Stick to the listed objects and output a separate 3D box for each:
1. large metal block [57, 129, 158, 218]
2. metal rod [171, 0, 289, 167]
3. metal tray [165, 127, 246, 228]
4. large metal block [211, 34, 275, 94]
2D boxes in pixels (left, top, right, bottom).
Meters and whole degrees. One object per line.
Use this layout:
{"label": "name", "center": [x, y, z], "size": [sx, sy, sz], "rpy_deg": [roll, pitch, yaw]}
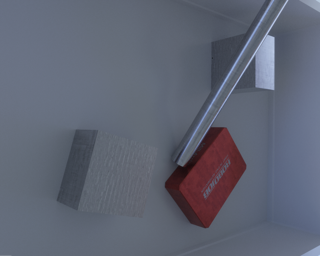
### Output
{"label": "large metal block", "center": [-0.056, 0.051, 0.345], "size": [0.080, 0.050, 0.080], "rpy_deg": [20, 77, -39]}
{"label": "metal rod", "center": [0.100, -0.079, 0.407], "size": [0.025, 0.025, 0.299], "rpy_deg": [22, 103, -39]}
{"label": "metal tray", "center": [0.074, 0.071, 0.468], "size": [0.131, 0.030, 0.090], "rpy_deg": [-48, 119, -30]}
{"label": "large metal block", "center": [0.127, -0.097, 0.480], "size": [0.050, 0.080, 0.079], "rpy_deg": [0, 90, -40]}
